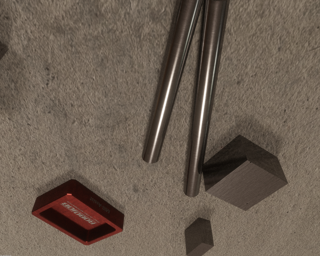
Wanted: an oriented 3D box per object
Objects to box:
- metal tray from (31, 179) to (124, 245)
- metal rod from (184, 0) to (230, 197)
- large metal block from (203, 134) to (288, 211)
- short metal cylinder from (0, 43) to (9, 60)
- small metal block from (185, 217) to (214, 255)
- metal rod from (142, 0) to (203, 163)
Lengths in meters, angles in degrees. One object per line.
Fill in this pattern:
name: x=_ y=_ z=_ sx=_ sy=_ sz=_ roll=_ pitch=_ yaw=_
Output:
metal tray: x=-0.136 y=0.148 z=0.527 sx=0.090 sy=0.030 sz=0.130 roll=-29 pitch=125 yaw=22
metal rod: x=0.053 y=-0.013 z=0.396 sx=0.025 sy=0.025 sz=0.298 roll=1 pitch=130 yaw=-1
large metal block: x=0.120 y=0.067 z=0.450 sx=0.080 sy=0.050 sz=0.080 roll=29 pitch=124 yaw=-23
short metal cylinder: x=-0.201 y=-0.065 z=0.313 sx=0.080 sy=0.080 sz=0.050 roll=-37 pitch=121 yaw=27
small metal block: x=0.070 y=0.199 z=0.562 sx=0.025 sy=0.050 sz=0.050 roll=22 pitch=127 yaw=-18
metal rod: x=0.015 y=-0.070 z=0.347 sx=0.025 sy=0.025 sz=0.298 roll=8 pitch=130 yaw=-8
